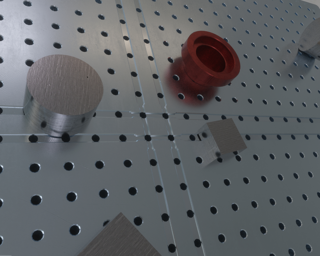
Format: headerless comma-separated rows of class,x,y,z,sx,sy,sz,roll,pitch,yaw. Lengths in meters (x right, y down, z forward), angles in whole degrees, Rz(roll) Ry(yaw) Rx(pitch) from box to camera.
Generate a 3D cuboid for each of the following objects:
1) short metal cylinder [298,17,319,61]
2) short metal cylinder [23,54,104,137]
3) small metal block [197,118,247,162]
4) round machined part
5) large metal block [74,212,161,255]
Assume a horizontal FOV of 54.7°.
short metal cylinder,0.356,-0.196,0.683,0.050,0.080,0.080,23,53,-14
short metal cylinder,-0.111,-0.037,0.354,0.081,0.050,0.080,14,56,-21
small metal block,0.089,0.016,0.446,0.050,0.025,0.050,-10,67,-33
round machined part,0.078,-0.107,0.504,0.099,0.042,0.098,14,56,-21
large metal block,-0.044,0.140,0.283,0.080,0.050,0.080,46,51,4
